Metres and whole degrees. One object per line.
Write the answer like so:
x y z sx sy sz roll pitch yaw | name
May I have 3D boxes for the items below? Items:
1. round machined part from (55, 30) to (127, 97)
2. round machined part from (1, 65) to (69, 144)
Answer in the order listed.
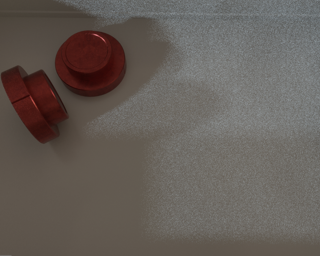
-0.098 -0.097 0.435 0.099 0.042 0.098 0 70 0 | round machined part
-0.147 -0.033 0.382 0.042 0.098 0.098 -28 73 -10 | round machined part
